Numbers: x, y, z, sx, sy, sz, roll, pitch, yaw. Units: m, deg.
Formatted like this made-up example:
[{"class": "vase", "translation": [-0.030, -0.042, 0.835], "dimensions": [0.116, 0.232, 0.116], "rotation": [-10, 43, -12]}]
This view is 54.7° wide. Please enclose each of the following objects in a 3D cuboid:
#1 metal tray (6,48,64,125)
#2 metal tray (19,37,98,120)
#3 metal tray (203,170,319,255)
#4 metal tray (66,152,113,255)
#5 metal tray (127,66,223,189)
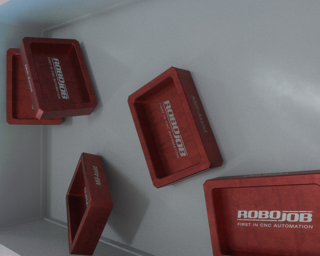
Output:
[{"class": "metal tray", "translation": [-0.217, -0.071, 0.545], "dimensions": [0.030, 0.091, 0.129], "rotation": [-178, 88, -80]}, {"class": "metal tray", "translation": [-0.162, -0.081, 0.495], "dimensions": [0.030, 0.091, 0.130], "rotation": [-39, 65, 51]}, {"class": "metal tray", "translation": [0.112, 0.092, 0.311], "dimensions": [0.130, 0.030, 0.090], "rotation": [-12, 82, 39]}, {"class": "metal tray", "translation": [-0.108, 0.106, 0.454], "dimensions": [0.089, 0.030, 0.130], "rotation": [-66, 27, 18]}, {"class": "metal tray", "translation": [0.015, 0.001, 0.391], "dimensions": [0.090, 0.030, 0.129], "rotation": [-29, 72, 36]}]
